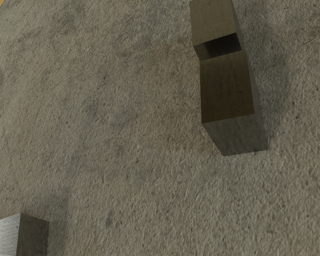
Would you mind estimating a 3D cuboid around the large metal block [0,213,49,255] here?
[{"bbox_3d":[-0.192,0.162,0.389,0.080,0.050,0.080,-21,54,15],"label":"large metal block"}]

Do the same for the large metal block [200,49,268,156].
[{"bbox_3d":[0.081,-0.024,0.341,0.050,0.080,0.080,-11,57,22],"label":"large metal block"}]

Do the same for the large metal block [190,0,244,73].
[{"bbox_3d":[0.077,-0.115,0.398,0.050,0.080,0.080,-13,56,21],"label":"large metal block"}]
